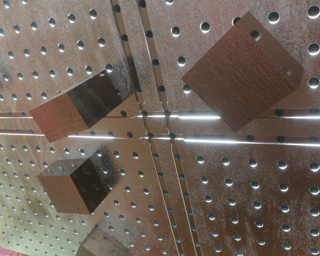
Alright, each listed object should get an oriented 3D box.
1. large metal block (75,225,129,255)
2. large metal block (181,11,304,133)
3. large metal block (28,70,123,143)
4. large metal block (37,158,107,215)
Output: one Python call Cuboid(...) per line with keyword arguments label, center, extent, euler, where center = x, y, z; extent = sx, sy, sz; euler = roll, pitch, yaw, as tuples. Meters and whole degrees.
Cuboid(label="large metal block", center=(-0.119, 0.253, 0.615), extent=(0.080, 0.050, 0.080), euler=(34, 129, 6))
Cuboid(label="large metal block", center=(0.083, -0.056, 0.317), extent=(0.080, 0.050, 0.080), euler=(45, 129, -3))
Cuboid(label="large metal block", center=(-0.111, -0.029, 0.417), extent=(0.080, 0.080, 0.050), euler=(-17, 110, 35))
Cuboid(label="large metal block", center=(-0.151, 0.101, 0.538), extent=(0.080, 0.050, 0.080), euler=(-7, 115, 31))
